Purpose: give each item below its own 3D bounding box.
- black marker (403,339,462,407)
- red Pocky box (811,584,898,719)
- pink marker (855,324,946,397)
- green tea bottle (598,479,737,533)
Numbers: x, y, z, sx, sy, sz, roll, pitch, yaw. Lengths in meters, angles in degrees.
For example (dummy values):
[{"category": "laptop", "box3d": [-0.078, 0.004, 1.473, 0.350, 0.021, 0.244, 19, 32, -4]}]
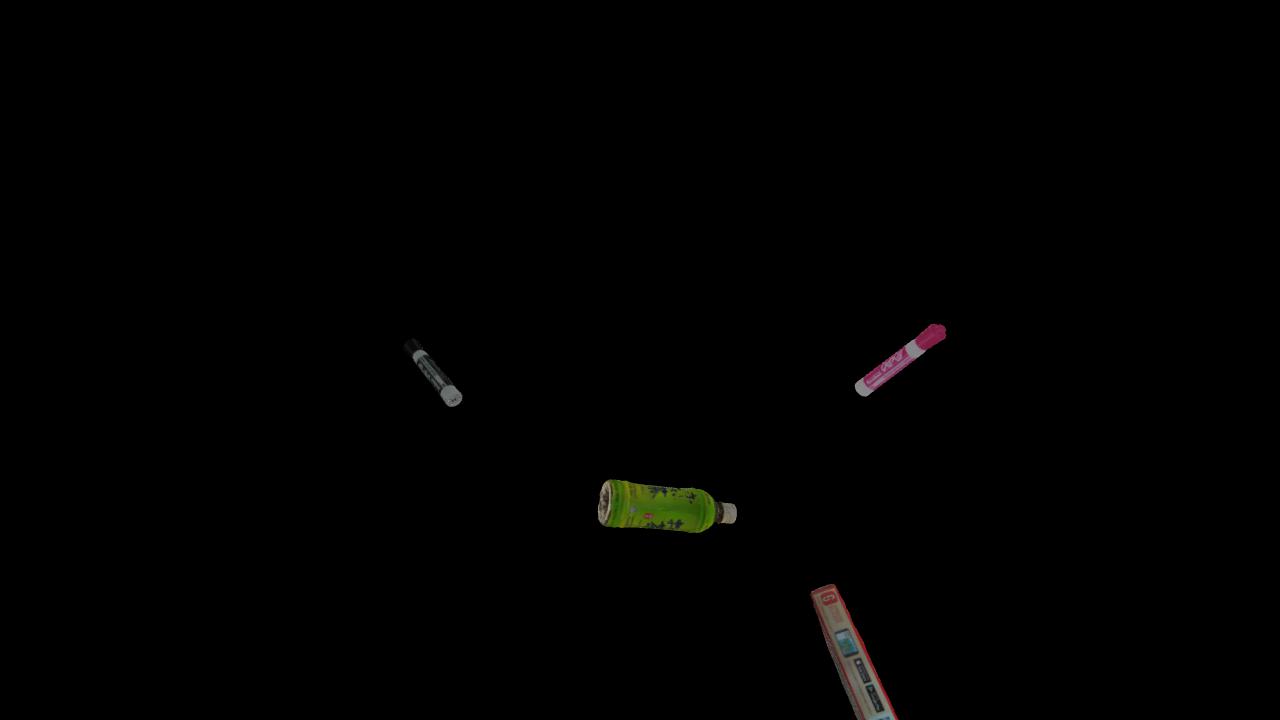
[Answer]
[{"category": "black marker", "box3d": [-0.235, 0.011, 0.690, 0.020, 0.020, 0.121, 0, 31, -47]}, {"category": "red Pocky box", "box3d": [0.191, 0.281, 0.529, 0.028, 0.083, 0.155, -19, 28, 4]}, {"category": "pink marker", "box3d": [0.269, 0.001, 0.639, 0.020, 0.020, 0.121, 0, -32, -26]}, {"category": "green tea bottle", "box3d": [0.046, 0.224, 0.931, 0.212, 0.073, 0.073, 8, -3, -18]}]
